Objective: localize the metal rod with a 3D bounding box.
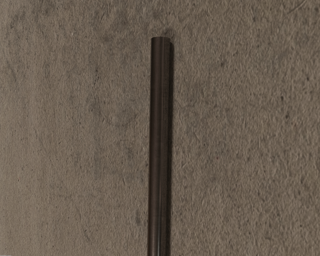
[{"bbox_3d":[-0.002,0.034,0.404,0.025,0.025,0.298,2,91,39],"label":"metal rod"}]
